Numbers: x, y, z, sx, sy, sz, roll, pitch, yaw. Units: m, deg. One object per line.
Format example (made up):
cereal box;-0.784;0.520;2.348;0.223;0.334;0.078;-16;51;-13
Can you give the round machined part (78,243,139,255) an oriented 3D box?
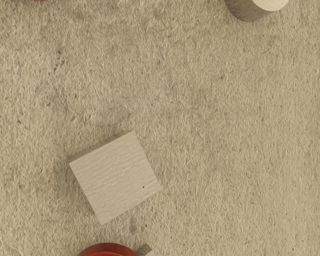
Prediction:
round machined part;-0.063;0.189;0.359;0.099;0.042;0.097;0;100;2

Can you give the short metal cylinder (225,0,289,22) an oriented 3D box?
short metal cylinder;0.141;-0.201;0.449;0.081;0.050;0.079;0;90;-21

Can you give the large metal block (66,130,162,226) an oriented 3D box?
large metal block;-0.057;0.056;0.376;0.081;0.050;0.080;-28;100;-18

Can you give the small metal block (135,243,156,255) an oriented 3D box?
small metal block;-0.022;0.189;0.402;0.050;0.025;0.050;-33;101;-17
